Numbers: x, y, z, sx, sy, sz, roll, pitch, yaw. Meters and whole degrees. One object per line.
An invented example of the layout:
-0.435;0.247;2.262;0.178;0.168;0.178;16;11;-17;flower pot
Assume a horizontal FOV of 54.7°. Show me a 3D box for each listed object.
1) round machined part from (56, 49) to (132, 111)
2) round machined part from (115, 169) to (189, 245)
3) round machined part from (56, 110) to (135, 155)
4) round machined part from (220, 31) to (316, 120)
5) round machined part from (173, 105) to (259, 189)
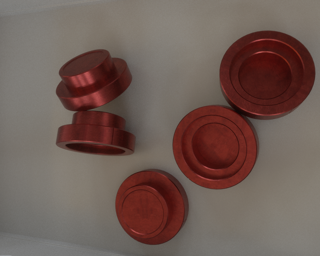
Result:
-0.089;-0.067;0.400;0.098;0.098;0.042;-7;127;19;round machined part
-0.015;0.105;0.406;0.098;0.042;0.097;0;90;19;round machined part
-0.080;0.007;0.401;0.098;0.098;0.042;-1;75;19;round machined part
0.118;-0.056;0.352;0.098;0.042;0.098;-2;77;10;round machined part
0.068;0.021;0.373;0.098;0.042;0.097;3;98;23;round machined part
